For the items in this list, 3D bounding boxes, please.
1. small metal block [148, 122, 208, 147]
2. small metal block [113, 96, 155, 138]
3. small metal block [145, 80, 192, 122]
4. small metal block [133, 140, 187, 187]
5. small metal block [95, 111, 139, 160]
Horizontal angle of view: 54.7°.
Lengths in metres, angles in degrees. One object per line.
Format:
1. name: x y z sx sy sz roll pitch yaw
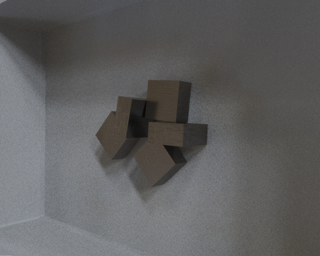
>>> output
1. small metal block: 0.022 0.007 0.368 0.050 0.050 0.025 4 93 39
2. small metal block: -0.032 -0.014 0.412 0.025 0.050 0.050 16 100 38
3. small metal block: 0.010 -0.035 0.394 0.050 0.025 0.050 8 95 39
4. small metal block: -0.001 0.040 0.403 0.050 0.025 0.050 -48 62 29
5. small metal block: -0.062 0.011 0.453 0.050 0.025 0.050 -52 60 27
